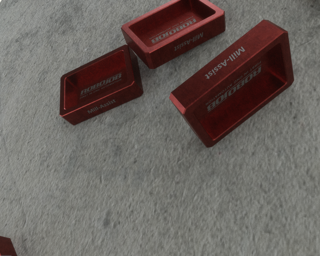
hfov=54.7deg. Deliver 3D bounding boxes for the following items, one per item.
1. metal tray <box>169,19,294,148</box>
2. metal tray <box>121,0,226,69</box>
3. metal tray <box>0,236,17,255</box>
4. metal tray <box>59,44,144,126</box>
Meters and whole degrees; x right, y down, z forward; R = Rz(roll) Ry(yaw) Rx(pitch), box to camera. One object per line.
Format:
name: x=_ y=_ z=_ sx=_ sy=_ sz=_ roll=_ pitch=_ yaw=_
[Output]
metal tray: x=0.084 y=-0.044 z=0.344 sx=0.130 sy=0.090 sz=0.030 roll=-38 pitch=51 yaw=2
metal tray: x=0.019 y=-0.148 z=0.460 sx=0.131 sy=0.030 sz=0.090 roll=-30 pitch=51 yaw=-9
metal tray: x=-0.210 y=0.210 z=0.379 sx=0.090 sy=0.030 sz=0.130 roll=-46 pitch=52 yaw=-4
metal tray: x=-0.096 y=-0.068 z=0.490 sx=0.130 sy=0.030 sz=0.090 roll=-22 pitch=54 yaw=14
